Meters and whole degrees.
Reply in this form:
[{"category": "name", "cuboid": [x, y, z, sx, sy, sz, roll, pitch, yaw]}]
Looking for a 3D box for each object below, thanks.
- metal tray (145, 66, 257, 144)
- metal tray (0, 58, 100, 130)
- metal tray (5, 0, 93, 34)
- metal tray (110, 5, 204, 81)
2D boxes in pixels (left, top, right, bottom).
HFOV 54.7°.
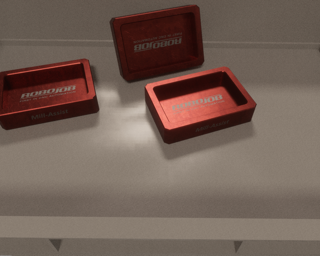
[{"category": "metal tray", "cuboid": [0.054, -0.035, 0.431, 0.131, 0.030, 0.090, -15, 52, -13]}, {"category": "metal tray", "cuboid": [-0.160, -0.051, 0.442, 0.131, 0.030, 0.090, -12, 51, -10]}, {"category": "metal tray", "cuboid": [-0.191, -0.215, 0.540, 0.131, 0.090, 0.030, -10, 62, -9]}, {"category": "metal tray", "cuboid": [-0.002, -0.130, 0.469, 0.131, 0.089, 0.030, -14, 24, -12]}]
